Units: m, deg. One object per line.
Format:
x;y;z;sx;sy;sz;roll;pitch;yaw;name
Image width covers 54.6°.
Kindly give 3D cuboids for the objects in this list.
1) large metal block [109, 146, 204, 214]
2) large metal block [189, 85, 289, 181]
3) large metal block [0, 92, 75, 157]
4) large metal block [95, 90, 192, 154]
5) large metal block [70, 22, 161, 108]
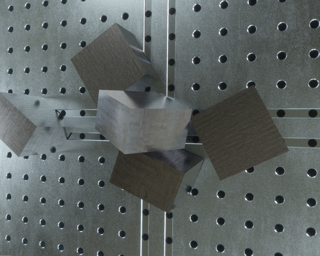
-0.002;0.052;0.382;0.080;0.080;0.050;24;104;18;large metal block
0.094;0.006;0.366;0.080;0.050;0.080;-28;81;18;large metal block
-0.188;-0.006;0.451;0.080;0.080;0.050;38;102;16;large metal block
-0.022;-0.011;0.371;0.080;0.081;0.050;31;117;50;large metal block
-0.060;-0.079;0.421;0.080;0.050;0.080;-33;79;17;large metal block
